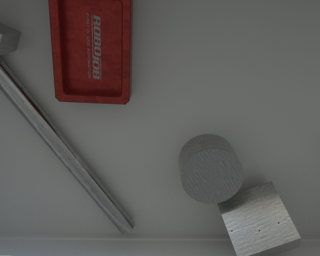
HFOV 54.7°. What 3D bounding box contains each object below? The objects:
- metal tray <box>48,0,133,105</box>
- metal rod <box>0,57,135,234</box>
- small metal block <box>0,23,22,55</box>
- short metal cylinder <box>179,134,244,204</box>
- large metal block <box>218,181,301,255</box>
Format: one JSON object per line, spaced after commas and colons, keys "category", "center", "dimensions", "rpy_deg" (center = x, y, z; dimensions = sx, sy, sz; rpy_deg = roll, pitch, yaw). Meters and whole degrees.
{"category": "metal tray", "center": [-0.080, -0.096, 0.372], "dimensions": [0.091, 0.030, 0.129], "rpy_deg": [2, 110, -2]}
{"category": "metal rod", "center": [-0.129, 0.032, 0.421], "dimensions": [0.025, 0.025, 0.299], "rpy_deg": [-31, 108, 10]}
{"category": "small metal block", "center": [-0.197, -0.108, 0.355], "dimensions": [0.050, 0.050, 0.025], "rpy_deg": [23, 108, -9]}
{"category": "short metal cylinder", "center": [0.067, 0.054, 0.419], "dimensions": [0.081, 0.050, 0.079], "rpy_deg": [0, 110, -1]}
{"category": "large metal block", "center": [0.134, 0.131, 0.425], "dimensions": [0.080, 0.080, 0.050], "rpy_deg": [-23, 142, 7]}
